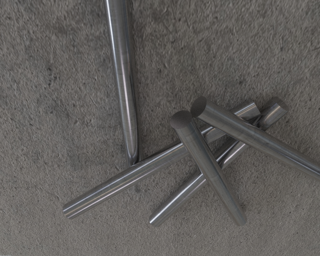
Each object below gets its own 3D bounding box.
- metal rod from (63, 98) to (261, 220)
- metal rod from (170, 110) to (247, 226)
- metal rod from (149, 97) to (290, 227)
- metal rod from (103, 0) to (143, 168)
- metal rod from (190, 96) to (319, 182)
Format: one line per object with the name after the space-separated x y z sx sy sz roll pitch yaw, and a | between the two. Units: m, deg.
-0.007 0.048 0.419 0.300 0.025 0.025 -31 124 13 | metal rod
0.082 0.076 0.438 0.025 0.025 0.300 -19 138 15 | metal rod
0.071 0.067 0.464 0.025 0.025 0.298 26 126 -20 | metal rod
-0.039 -0.041 0.371 0.025 0.025 0.298 -1 130 1 | metal rod
0.160 0.032 0.408 0.302 0.025 0.025 25 126 -30 | metal rod
